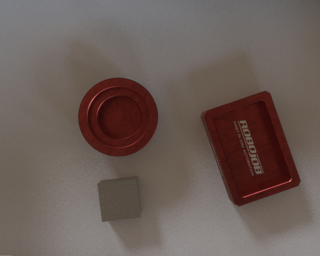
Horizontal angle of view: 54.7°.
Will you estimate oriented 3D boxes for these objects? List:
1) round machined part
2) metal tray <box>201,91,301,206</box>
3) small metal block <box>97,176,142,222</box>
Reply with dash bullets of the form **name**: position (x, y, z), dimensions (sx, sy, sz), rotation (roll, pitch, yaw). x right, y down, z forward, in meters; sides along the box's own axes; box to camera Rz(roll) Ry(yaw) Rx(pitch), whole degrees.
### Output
- **round machined part**: position (-0.051, -0.014, 0.402), dimensions (0.099, 0.042, 0.097), rotation (0, 90, -1)
- **metal tray**: position (0.118, 0.026, 0.410), dimensions (0.090, 0.030, 0.129), rotation (-19, 90, -1)
- **small metal block**: position (-0.053, 0.093, 0.411), dimensions (0.050, 0.025, 0.050), rotation (-7, 90, -1)
